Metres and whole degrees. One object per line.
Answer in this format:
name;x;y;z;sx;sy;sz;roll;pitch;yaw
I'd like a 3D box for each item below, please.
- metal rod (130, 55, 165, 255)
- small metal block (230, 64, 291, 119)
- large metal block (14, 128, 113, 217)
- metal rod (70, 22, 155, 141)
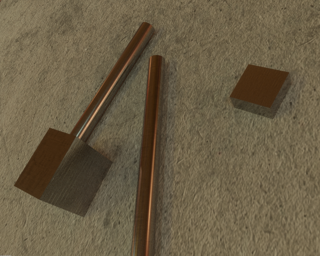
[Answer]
metal rod;-0.012;0.028;0.391;0.025;0.025;0.299;-10;57;22
small metal block;0.119;-0.044;0.368;0.050;0.025;0.050;22;73;35
large metal block;-0.118;0.057;0.394;0.050;0.080;0.080;14;69;33
metal rod;-0.090;-0.041;0.474;0.025;0.025;0.300;18;71;35
